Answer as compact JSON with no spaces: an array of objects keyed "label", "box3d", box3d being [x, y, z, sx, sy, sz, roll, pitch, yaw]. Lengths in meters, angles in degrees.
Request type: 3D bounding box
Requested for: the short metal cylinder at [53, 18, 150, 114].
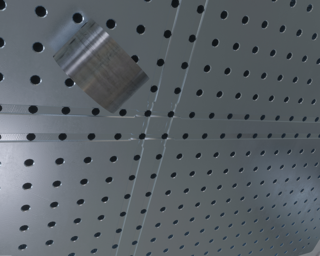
[{"label":"short metal cylinder","box3d":[-0.056,-0.060,0.307,0.050,0.080,0.080,-45,129,3]}]
